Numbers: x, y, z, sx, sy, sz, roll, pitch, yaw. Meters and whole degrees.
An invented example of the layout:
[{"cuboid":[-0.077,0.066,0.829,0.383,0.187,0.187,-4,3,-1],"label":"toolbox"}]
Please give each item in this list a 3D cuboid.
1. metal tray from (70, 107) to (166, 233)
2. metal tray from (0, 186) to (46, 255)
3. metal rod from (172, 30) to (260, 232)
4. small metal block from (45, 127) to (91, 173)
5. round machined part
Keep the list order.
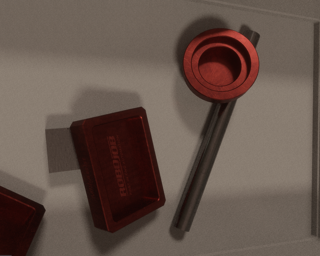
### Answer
[{"cuboid":[-0.047,0.046,0.374,0.091,0.030,0.129,-17,97,-42],"label":"metal tray"},{"cuboid":[-0.175,0.111,0.293,0.090,0.130,0.030,31,115,-17],"label":"metal tray"},{"cuboid":[0.082,-0.001,0.442,0.025,0.025,0.299,24,82,-19],"label":"metal rod"},{"cuboid":[-0.109,0.024,0.371,0.050,0.025,0.050,-5,92,-20],"label":"small metal block"},{"cuboid":[0.079,-0.081,0.420,0.099,0.042,0.097,0,81,1],"label":"round machined part"}]
